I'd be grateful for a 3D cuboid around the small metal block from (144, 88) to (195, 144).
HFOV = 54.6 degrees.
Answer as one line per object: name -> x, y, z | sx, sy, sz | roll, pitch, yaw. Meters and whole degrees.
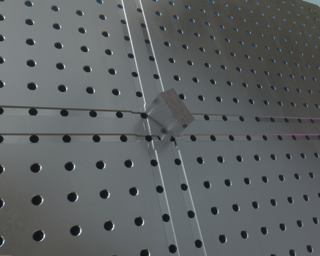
small metal block -> 0.011, -0.015, 0.407 | 0.025, 0.050, 0.050 | -25, 75, -37
